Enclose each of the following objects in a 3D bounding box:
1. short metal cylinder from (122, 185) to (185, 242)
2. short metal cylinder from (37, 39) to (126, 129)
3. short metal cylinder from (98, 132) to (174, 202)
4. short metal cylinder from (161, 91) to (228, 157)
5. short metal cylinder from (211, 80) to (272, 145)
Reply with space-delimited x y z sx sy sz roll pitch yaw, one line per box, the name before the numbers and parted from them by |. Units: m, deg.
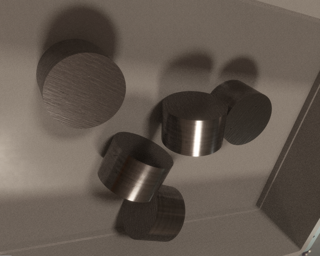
short metal cylinder | -0.010 0.119 0.443 0.050 0.080 0.080 20 107 -36
short metal cylinder | -0.082 -0.046 0.320 0.081 0.050 0.079 -14 125 -21
short metal cylinder | -0.030 0.047 0.387 0.081 0.080 0.050 16 110 -35
short metal cylinder | 0.042 -0.008 0.393 0.081 0.080 0.050 -12 124 -22
short metal cylinder | 0.110 -0.022 0.441 0.081 0.050 0.079 -14 125 -21
